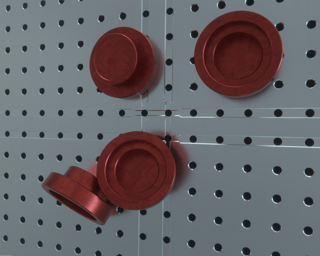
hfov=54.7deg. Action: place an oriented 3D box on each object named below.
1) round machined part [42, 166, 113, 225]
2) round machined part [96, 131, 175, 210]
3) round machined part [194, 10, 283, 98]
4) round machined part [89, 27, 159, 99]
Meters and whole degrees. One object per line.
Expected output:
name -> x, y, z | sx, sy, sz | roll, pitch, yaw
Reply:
round machined part -> -0.106, 0.088, 0.420 | 0.098, 0.098, 0.042 | 23, 62, 18
round machined part -> -0.028, 0.056, 0.401 | 0.099, 0.042, 0.098 | -1, 73, 5
round machined part -> 0.094, -0.085, 0.370 | 0.098, 0.042, 0.097 | 0, 90, 19
round machined part -> -0.054, -0.090, 0.422 | 0.098, 0.042, 0.097 | 0, 90, 19
